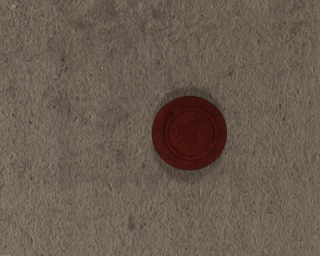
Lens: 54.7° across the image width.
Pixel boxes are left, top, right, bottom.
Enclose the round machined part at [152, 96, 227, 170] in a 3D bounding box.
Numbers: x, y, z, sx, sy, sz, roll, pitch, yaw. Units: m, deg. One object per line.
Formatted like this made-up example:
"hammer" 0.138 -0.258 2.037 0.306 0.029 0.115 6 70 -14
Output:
"round machined part" 0.038 0.007 0.402 0.099 0.042 0.097 0 90 -1
